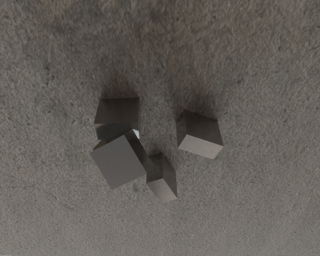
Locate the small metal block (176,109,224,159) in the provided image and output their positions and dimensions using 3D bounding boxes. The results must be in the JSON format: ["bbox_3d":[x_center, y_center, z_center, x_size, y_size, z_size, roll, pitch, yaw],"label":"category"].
[{"bbox_3d":[0.050,0.008,0.398,0.050,0.050,0.025,18,128,-15],"label":"small metal block"}]

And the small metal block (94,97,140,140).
[{"bbox_3d":[-0.050,-0.012,0.380,0.050,0.050,0.025,-2,130,1],"label":"small metal block"}]

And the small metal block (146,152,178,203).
[{"bbox_3d":[0.003,0.073,0.453,0.025,0.050,0.050,-20,128,16],"label":"small metal block"}]

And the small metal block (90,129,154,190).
[{"bbox_3d":[-0.044,0.036,0.358,0.050,0.025,0.050,-28,95,21],"label":"small metal block"}]

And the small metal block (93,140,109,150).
[{"bbox_3d":[-0.051,0.035,0.407,0.025,0.050,0.050,-43,77,30],"label":"small metal block"}]
